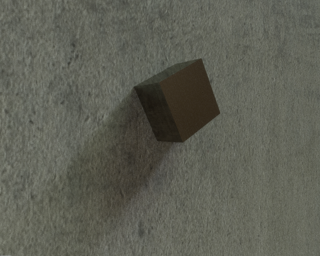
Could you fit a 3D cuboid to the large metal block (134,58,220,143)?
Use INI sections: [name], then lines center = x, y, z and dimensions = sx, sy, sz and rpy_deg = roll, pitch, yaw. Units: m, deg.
[large metal block]
center = 0.025, -0.036, 0.408
dimensions = 0.080, 0.050, 0.080
rpy_deg = -35, 112, -34
